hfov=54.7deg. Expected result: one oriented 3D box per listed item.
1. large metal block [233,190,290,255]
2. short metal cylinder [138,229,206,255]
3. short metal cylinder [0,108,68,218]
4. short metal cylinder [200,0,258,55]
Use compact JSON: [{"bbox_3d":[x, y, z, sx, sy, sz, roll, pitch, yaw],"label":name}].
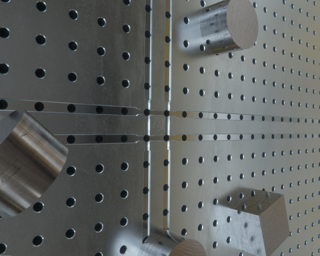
[{"bbox_3d":[0.180,0.166,0.544,0.081,0.050,0.080,-22,104,-38],"label":"large metal block"},{"bbox_3d":[0.016,0.180,0.407,0.081,0.050,0.079,0,90,-40],"label":"short metal cylinder"},{"bbox_3d":[-0.128,0.029,0.266,0.050,0.080,0.080,50,61,-29],"label":"short metal cylinder"},{"bbox_3d":[0.109,-0.159,0.484,0.081,0.050,0.079,0,90,-40],"label":"short metal cylinder"}]
